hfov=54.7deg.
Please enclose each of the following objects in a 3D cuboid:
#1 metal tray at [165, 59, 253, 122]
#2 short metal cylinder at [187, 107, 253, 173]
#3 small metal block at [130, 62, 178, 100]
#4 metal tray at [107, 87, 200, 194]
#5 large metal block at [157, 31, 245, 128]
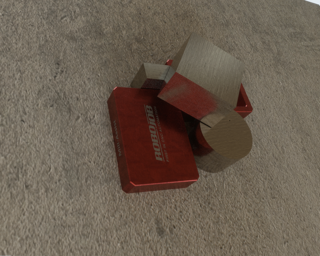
[{"bbox_3d":[0.071,-0.056,0.474,0.131,0.030,0.090,-2,63,-29],"label":"metal tray"},{"bbox_3d":[0.077,0.015,0.421,0.081,0.050,0.080,13,57,-20],"label":"short metal cylinder"},{"bbox_3d":[-0.007,-0.061,0.423,0.050,0.050,0.025,1,62,-28],"label":"small metal block"},{"bbox_3d":[-0.011,0.012,0.390,0.091,0.030,0.130,1,62,-28],"label":"metal tray"},{"bbox_3d":[0.053,-0.061,0.389,0.080,0.050,0.080,29,52,-10],"label":"large metal block"}]
